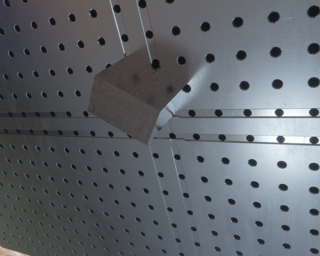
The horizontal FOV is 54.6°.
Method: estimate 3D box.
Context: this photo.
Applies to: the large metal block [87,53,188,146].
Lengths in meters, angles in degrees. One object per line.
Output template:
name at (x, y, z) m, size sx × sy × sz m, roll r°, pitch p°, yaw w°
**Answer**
large metal block at (-0.025, -0.037, 0.366) m, size 0.080 × 0.080 × 0.050 m, roll 30°, pitch 128°, yaw 9°
